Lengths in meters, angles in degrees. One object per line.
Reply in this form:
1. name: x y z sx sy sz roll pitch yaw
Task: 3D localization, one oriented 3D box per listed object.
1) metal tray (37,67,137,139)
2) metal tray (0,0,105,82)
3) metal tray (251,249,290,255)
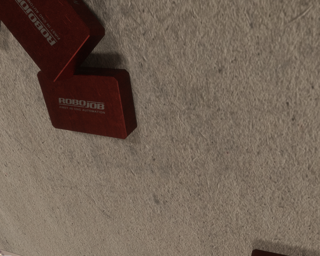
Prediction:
1. metal tray: -0.101 -0.038 0.432 0.130 0.030 0.089 8 122 23
2. metal tray: -0.137 -0.132 0.371 0.090 0.030 0.130 -41 87 31
3. metal tray: 0.184 0.244 0.457 0.090 0.030 0.129 2 120 26
